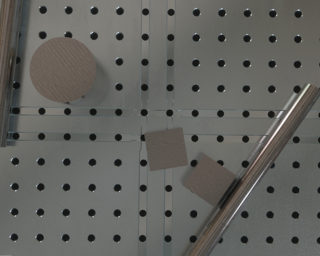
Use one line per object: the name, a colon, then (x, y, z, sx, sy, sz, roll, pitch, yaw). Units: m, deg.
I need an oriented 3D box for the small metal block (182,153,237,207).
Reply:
small metal block: (0.064, 0.068, 0.414, 0.050, 0.025, 0.050, 34, 90, 0)

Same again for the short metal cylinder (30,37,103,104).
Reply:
short metal cylinder: (-0.118, -0.071, 0.400, 0.081, 0.050, 0.079, 0, 90, 0)

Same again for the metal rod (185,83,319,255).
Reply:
metal rod: (0.119, 0.070, 0.414, 0.025, 0.025, 0.299, 35, 90, 0)

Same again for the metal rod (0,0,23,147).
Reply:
metal rod: (-0.201, -0.124, 0.411, 0.025, 0.025, 0.298, 6, 90, 0)

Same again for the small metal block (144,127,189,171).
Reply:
small metal block: (0.008, 0.028, 0.413, 0.050, 0.025, 0.050, -9, 90, 0)
